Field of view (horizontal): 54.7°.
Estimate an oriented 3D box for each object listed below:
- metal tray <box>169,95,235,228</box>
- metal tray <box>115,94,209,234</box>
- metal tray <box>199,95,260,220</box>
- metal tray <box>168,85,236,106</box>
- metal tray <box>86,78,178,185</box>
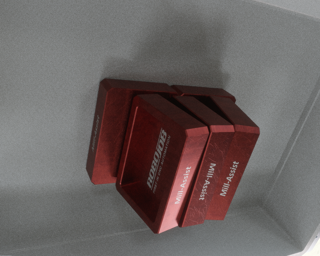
[{"bbox_3d":[0.031,0.037,0.364,0.030,0.090,0.129,0,117,-28],"label":"metal tray"},{"bbox_3d":[-0.004,0.038,0.343,0.030,0.090,0.129,-8,123,-40],"label":"metal tray"},{"bbox_3d":[0.068,0.036,0.382,0.030,0.090,0.129,7,116,-16],"label":"metal tray"},{"bbox_3d":[0.043,0.008,0.432,0.091,0.030,0.129,0,118,-29],"label":"metal tray"},{"bbox_3d":[-0.036,0.007,0.387,0.091,0.030,0.129,0,118,-29],"label":"metal tray"}]
